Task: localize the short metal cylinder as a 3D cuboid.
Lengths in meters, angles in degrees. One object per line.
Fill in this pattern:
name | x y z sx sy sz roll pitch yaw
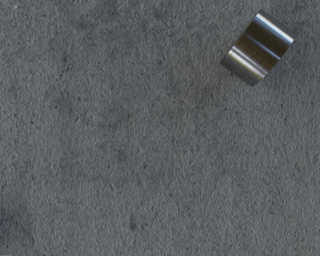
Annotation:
short metal cylinder | 0.118 -0.098 0.384 0.050 0.080 0.080 37 90 0
